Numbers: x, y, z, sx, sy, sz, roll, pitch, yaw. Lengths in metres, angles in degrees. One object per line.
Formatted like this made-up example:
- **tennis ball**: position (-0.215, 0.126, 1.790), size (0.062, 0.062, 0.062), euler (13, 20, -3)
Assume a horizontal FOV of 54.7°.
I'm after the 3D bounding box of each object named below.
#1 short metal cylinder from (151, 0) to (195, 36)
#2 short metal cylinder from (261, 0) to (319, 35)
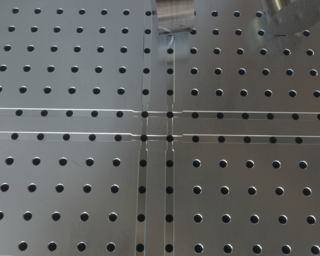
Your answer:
- **short metal cylinder**: position (0.016, -0.176, 0.447), size (0.050, 0.080, 0.080), euler (-9, 70, -3)
- **short metal cylinder**: position (0.193, -0.180, 0.450), size (0.081, 0.080, 0.050), euler (-7, 70, -3)
